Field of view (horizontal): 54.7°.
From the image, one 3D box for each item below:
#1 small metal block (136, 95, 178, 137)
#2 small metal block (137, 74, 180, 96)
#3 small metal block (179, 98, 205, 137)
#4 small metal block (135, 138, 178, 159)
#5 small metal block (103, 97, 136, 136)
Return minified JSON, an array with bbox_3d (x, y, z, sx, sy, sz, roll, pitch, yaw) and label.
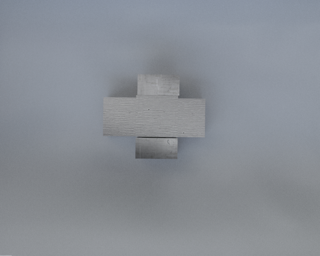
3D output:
[{"bbox_3d":[-0.004,-0.014,0.384,0.050,0.025,0.050,1,90,-1],"label":"small metal block"},{"bbox_3d":[-0.002,-0.052,0.396,0.050,0.050,0.025,1,90,0],"label":"small metal block"},{"bbox_3d":[0.033,-0.013,0.410,0.050,0.025,0.050,1,90,-1],"label":"small metal block"},{"bbox_3d":[-0.004,0.024,0.396,0.050,0.050,0.025,1,90,0],"label":"small metal block"},{"bbox_3d":[-0.047,-0.014,0.409,0.050,0.025,0.050,1,90,0],"label":"small metal block"}]
